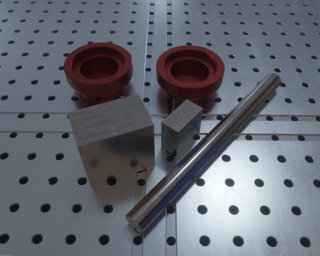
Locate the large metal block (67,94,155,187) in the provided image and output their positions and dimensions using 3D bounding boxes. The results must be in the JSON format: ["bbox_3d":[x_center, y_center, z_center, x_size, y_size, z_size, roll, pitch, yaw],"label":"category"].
[{"bbox_3d":[-0.053,0.015,0.359,0.081,0.080,0.050,-17,52,-14],"label":"large metal block"}]

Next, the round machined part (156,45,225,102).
[{"bbox_3d":[0.044,-0.077,0.462,0.099,0.042,0.098,0,50,0],"label":"round machined part"}]

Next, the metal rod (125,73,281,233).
[{"bbox_3d":[0.072,0.014,0.396,0.025,0.025,0.302,34,58,25],"label":"metal rod"}]

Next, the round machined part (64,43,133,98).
[{"bbox_3d":[-0.090,-0.082,0.465,0.099,0.042,0.098,0,50,0],"label":"round machined part"}]

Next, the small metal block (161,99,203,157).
[{"bbox_3d":[0.027,0.000,0.391,0.025,0.050,0.050,33,57,24],"label":"small metal block"}]
